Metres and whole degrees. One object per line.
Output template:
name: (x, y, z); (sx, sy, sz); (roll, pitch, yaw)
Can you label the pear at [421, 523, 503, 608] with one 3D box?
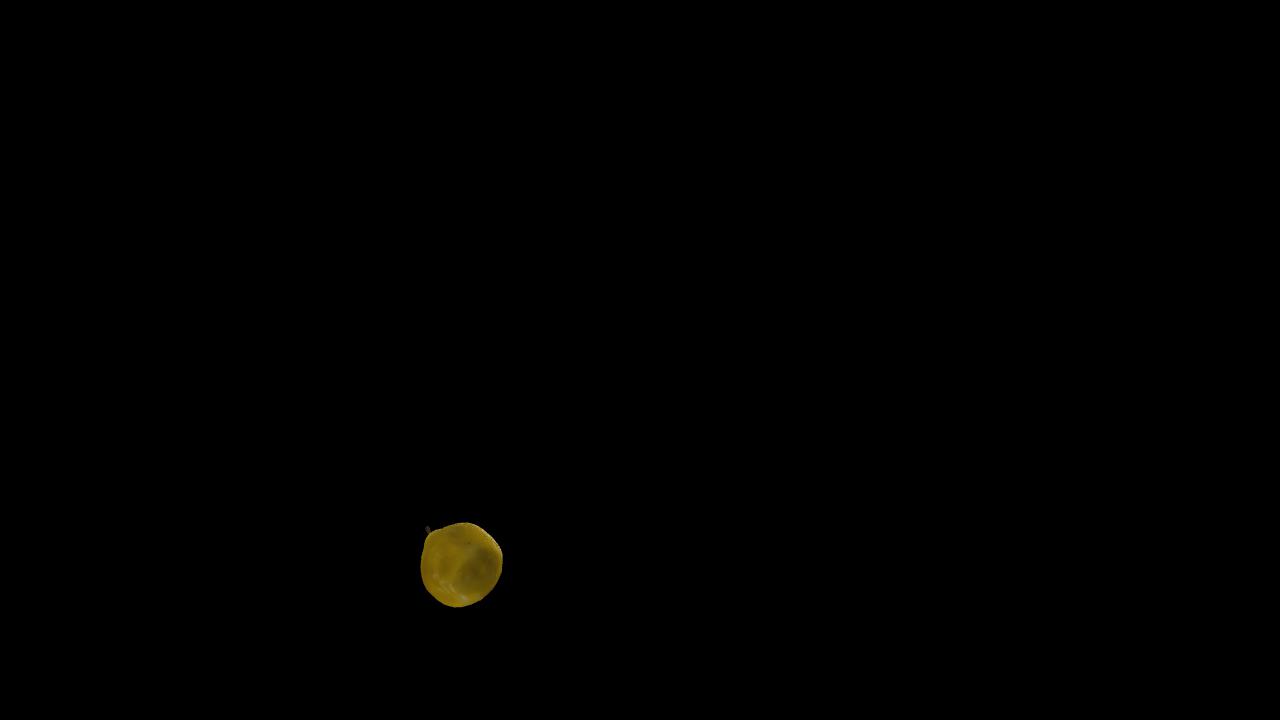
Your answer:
pear: (-0.186, 0.195, 0.605); (0.080, 0.080, 0.111); (0, -1, -38)
